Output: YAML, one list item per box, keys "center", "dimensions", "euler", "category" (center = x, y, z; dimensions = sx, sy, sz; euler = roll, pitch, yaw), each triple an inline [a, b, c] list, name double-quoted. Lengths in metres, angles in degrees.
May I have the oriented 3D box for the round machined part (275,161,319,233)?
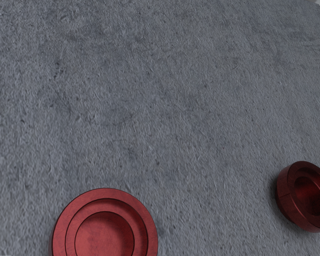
- center: [0.205, 0.100, 0.442]
  dimensions: [0.099, 0.042, 0.098]
  euler: [14, 56, -21]
  category: "round machined part"

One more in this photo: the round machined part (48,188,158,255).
- center: [-0.055, 0.111, 0.296]
  dimensions: [0.099, 0.042, 0.098]
  euler: [14, 56, -21]
  category: "round machined part"
